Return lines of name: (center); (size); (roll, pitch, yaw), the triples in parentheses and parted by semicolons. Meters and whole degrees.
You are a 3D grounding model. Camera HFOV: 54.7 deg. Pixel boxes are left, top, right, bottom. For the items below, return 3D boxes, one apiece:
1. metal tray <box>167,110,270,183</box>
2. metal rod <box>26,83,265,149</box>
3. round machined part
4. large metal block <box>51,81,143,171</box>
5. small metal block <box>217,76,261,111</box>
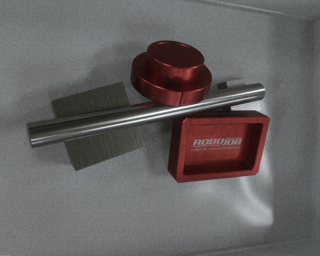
metal tray: (0.080, 0.023, 0.422); (0.131, 0.030, 0.089); (-2, 110, -21)
metal rod: (0.006, -0.022, 0.365); (0.303, 0.025, 0.025); (-12, 95, -27)
round machined part: (0.016, -0.072, 0.375); (0.099, 0.098, 0.042); (-5, 132, -20)
large metal block: (-0.076, -0.003, 0.367); (0.081, 0.050, 0.080); (-19, 97, -19)
small metal block: (0.116, -0.045, 0.453); (0.050, 0.025, 0.050); (-12, 94, -20)
